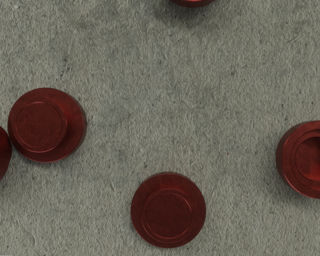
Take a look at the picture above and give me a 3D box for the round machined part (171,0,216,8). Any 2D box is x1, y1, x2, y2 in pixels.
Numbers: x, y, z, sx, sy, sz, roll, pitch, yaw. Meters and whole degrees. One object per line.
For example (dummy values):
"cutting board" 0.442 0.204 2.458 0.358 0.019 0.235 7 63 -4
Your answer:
"round machined part" 0.042 -0.204 0.401 0.099 0.042 0.097 0 90 0

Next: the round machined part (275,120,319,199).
"round machined part" 0.199 0.039 0.403 0.099 0.042 0.097 0 90 0

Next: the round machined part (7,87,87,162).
"round machined part" -0.149 -0.004 0.400 0.099 0.042 0.097 0 90 0

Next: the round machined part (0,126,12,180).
"round machined part" -0.230 0.027 0.390 0.098 0.042 0.097 2 99 16

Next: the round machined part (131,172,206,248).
"round machined part" 0.011 0.108 0.401 0.099 0.042 0.097 0 90 0
